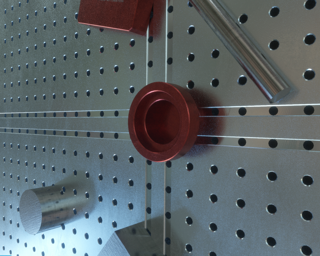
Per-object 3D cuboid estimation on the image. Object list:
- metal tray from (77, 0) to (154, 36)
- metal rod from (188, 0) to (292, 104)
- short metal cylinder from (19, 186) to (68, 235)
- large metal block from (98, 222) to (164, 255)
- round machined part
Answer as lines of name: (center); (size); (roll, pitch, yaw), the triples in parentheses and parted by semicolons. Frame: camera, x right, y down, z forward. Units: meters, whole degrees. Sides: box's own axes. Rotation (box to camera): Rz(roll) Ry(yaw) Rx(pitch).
metal tray: (-0.067, -0.193, 0.461); (0.130, 0.030, 0.089); (22, 104, 37)
metal rod: (0.050, -0.151, 0.367); (0.025, 0.025, 0.299); (-45, 63, 31)
short metal cylinder: (-0.216, 0.150, 0.572); (0.080, 0.050, 0.080); (0, 90, 40)
large metal block: (-0.040, 0.193, 0.427); (0.080, 0.050, 0.080); (48, 118, 29)
round machined part: (0.009, -0.008, 0.391); (0.098, 0.042, 0.097); (0, 90, 40)
